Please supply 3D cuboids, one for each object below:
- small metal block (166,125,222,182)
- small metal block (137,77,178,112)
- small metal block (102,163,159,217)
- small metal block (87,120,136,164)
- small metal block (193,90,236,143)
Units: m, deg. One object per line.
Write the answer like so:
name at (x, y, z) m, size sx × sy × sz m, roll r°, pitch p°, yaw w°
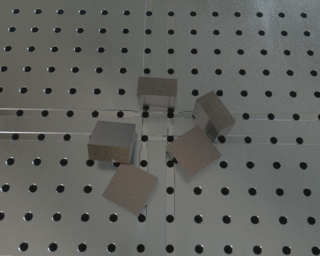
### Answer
small metal block at (0.043, 0.032, 0.400) m, size 0.050 × 0.025 × 0.050 m, roll -33°, pitch 73°, yaw -11°
small metal block at (-0.003, -0.044, 0.415) m, size 0.050 × 0.050 × 0.025 m, roll 3°, pitch 70°, yaw 1°
small metal block at (-0.035, 0.075, 0.384) m, size 0.050 × 0.025 × 0.050 m, roll 26°, pitch 72°, yaw 9°
small metal block at (-0.059, 0.017, 0.393) m, size 0.050 × 0.025 × 0.050 m, roll 5°, pitch 35°, yaw 2°
small metal block at (0.069, -0.013, 0.404) m, size 0.025 × 0.050 × 0.050 m, roll -30°, pitch 73°, yaw -10°
